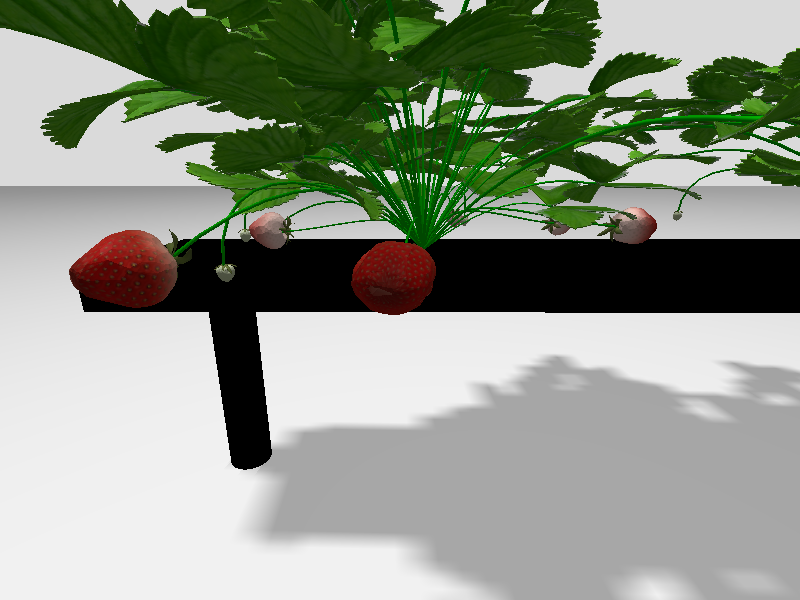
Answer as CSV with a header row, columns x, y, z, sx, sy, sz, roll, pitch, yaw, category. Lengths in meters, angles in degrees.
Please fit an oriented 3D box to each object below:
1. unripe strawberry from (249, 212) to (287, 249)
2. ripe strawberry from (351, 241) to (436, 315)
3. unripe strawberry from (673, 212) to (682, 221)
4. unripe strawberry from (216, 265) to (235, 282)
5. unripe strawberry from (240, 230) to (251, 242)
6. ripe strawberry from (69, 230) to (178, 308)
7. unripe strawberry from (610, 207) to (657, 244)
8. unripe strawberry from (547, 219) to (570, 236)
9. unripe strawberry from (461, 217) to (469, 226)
x,y,z,sx,sy,sz,roll,pitch,yaw,category
-0.119,-0.062,0.362,0.034,0.033,0.031,1,17,6,unripe strawberry
-0.004,-0.009,0.180,0.039,0.035,0.035,2,18,7,ripe strawberry
0.350,-0.106,0.506,0.011,0.011,0.010,-12,21,-34,unripe strawberry
-0.101,-0.015,0.233,0.009,0.010,0.010,16,24,42,unripe strawberry
-0.142,-0.059,0.368,0.010,0.011,0.011,2,18,6,unripe strawberry
-0.133,-0.015,0.194,0.042,0.036,0.042,16,26,41,ripe strawberry
0.218,-0.069,0.373,0.040,0.034,0.039,-2,17,-7,unripe strawberry
0.174,-0.084,0.432,0.027,0.029,0.025,-9,20,-28,unripe strawberry
0.081,-0.100,0.507,0.011,0.011,0.010,6,19,20,unripe strawberry
